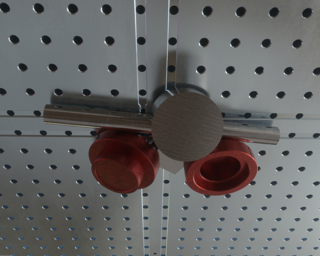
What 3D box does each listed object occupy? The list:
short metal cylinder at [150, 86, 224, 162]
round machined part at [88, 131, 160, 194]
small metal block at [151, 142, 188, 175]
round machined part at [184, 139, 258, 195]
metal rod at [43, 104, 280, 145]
[{"bbox_3d":[0.029,-0.006,0.366,0.081,0.050,0.079,-1,105,-3],"label":"short metal cylinder"},{"bbox_3d":[-0.053,0.052,0.423,0.098,0.042,0.097,12,133,13],"label":"round machined part"},{"bbox_3d":[0.016,0.033,0.435,0.050,0.025,0.050,29,124,-23],"label":"small metal block"},{"bbox_3d":[0.083,0.049,0.436,0.099,0.042,0.097,-2,133,-2],"label":"round machined part"},{"bbox_3d":[0.006,-0.004,0.404,0.302,0.025,0.025,5,130,-5],"label":"metal rod"}]
